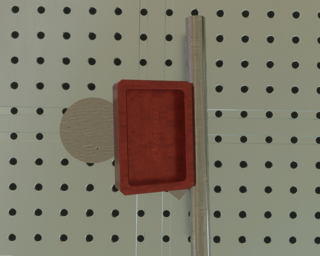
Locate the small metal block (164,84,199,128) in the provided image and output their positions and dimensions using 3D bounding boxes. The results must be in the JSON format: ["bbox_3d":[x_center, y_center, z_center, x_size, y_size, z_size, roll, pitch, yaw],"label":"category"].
[{"bbox_3d":[0.031,-0.029,0.414,0.050,0.025,0.050,-15,90,-1],"label":"small metal block"}]

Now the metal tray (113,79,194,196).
[{"bbox_3d":[-0.008,0.010,0.371,0.091,0.030,0.129,-2,90,-20],"label":"metal tray"}]

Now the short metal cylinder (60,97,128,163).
[{"bbox_3d":[-0.081,0.003,0.399,0.081,0.050,0.079,0,90,-1],"label":"short metal cylinder"}]

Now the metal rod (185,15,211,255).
[{"bbox_3d":[0.048,0.012,0.389,0.025,0.025,0.298,-1,90,-1],"label":"metal rod"}]

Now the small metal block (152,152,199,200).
[{"bbox_3d":[0.021,0.059,0.413,0.050,0.025,0.050,39,90,-1],"label":"small metal block"}]
